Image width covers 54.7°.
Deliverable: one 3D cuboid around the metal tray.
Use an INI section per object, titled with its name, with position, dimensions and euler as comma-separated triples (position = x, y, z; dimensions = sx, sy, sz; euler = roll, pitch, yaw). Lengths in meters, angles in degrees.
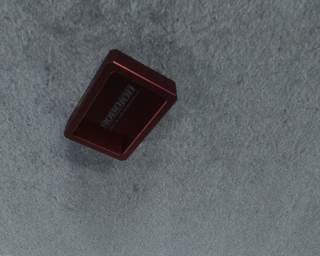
[metal tray]
position = -0.051, -0.022, 0.384
dimensions = 0.090, 0.030, 0.129
euler = 26, 125, -21
